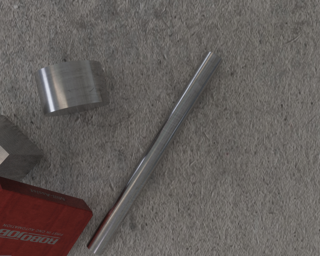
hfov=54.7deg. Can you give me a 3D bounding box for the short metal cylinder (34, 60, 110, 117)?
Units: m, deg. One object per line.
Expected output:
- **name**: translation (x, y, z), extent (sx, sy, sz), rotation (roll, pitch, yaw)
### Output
- **short metal cylinder**: translation (-0.107, -0.047, 0.382), extent (0.080, 0.080, 0.050), rotation (-13, 90, 0)

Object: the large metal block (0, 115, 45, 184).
- **large metal block**: translation (-0.203, 0.024, 0.375), extent (0.080, 0.080, 0.050), rotation (42, 90, 8)

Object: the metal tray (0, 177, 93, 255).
- **metal tray**: translation (-0.156, 0.117, 0.365), extent (0.130, 0.030, 0.090), rotation (33, 90, -45)

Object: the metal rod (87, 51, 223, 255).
- **metal rod**: translation (-0.007, 0.032, 0.409), extent (0.025, 0.025, 0.299), rotation (32, 90, 0)
